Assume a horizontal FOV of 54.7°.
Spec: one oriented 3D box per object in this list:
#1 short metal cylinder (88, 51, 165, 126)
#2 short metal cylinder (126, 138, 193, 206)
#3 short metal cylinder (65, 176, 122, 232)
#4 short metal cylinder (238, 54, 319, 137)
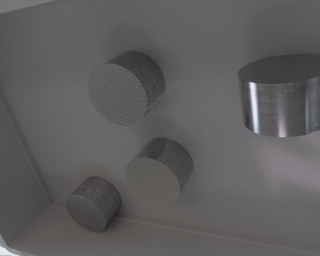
[{"bbox_3d":[-0.041,-0.049,0.384,0.080,0.050,0.079,13,124,21],"label":"short metal cylinder"},{"bbox_3d":[0.000,0.060,0.430,0.080,0.050,0.079,13,124,21],"label":"short metal cylinder"},{"bbox_3d":[-0.113,0.130,0.533,0.080,0.050,0.079,13,124,21],"label":"short metal cylinder"},{"bbox_3d":[0.117,-0.033,0.291,0.080,0.080,0.050,1,119,28],"label":"short metal cylinder"}]
